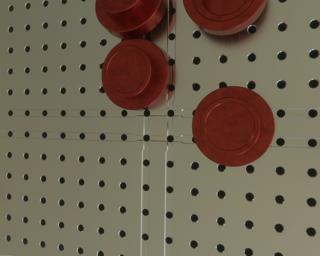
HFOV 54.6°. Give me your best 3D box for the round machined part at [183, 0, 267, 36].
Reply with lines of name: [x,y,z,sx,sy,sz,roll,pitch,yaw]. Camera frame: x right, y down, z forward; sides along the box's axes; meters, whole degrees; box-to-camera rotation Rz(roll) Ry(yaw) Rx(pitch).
round machined part: [0.080,-0.161,0.375,0.098,0.042,0.097,0,90,20]

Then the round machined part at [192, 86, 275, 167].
round machined part: [0.086,-0.002,0.373,0.098,0.042,0.097,0,90,20]

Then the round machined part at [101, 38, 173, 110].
round machined part: [-0.036,-0.073,0.417,0.098,0.042,0.097,0,90,20]

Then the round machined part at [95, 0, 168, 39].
round machined part: [-0.043,-0.172,0.408,0.098,0.042,0.098,-4,76,18]
